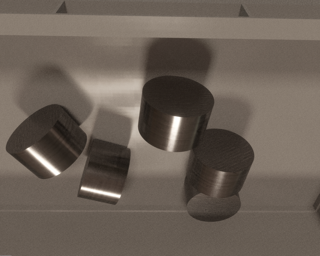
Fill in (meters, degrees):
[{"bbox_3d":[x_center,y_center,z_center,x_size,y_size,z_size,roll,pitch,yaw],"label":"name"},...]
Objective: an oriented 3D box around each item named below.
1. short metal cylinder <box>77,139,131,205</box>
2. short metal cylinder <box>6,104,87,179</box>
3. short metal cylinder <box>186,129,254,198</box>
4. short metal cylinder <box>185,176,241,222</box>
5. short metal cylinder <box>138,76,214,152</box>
[{"bbox_3d":[-0.077,0.060,0.423,0.050,0.080,0.079,16,128,-14],"label":"short metal cylinder"},{"bbox_3d":[-0.139,0.016,0.385,0.080,0.080,0.050,-22,127,17],"label":"short metal cylinder"},{"bbox_3d":[0.078,0.046,0.413,0.081,0.080,0.050,4,130,-4],"label":"short metal cylinder"},{"bbox_3d":[0.080,0.101,0.480,0.081,0.050,0.079,0,130,0],"label":"short metal cylinder"},{"bbox_3d":[0.017,-0.018,0.358,0.081,0.080,0.050,6,130,-6],"label":"short metal cylinder"}]
